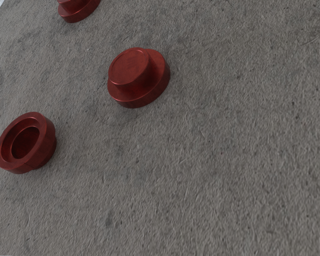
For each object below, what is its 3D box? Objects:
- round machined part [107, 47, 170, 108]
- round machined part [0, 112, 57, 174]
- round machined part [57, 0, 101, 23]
[{"bbox_3d":[-0.038,-0.081,0.463,0.098,0.042,0.098,-13,56,21],"label":"round machined part"},{"bbox_3d":[-0.202,0.027,0.483,0.098,0.042,0.098,-13,56,21],"label":"round machined part"},{"bbox_3d":[-0.177,-0.273,0.654,0.098,0.042,0.098,-13,56,21],"label":"round machined part"}]
